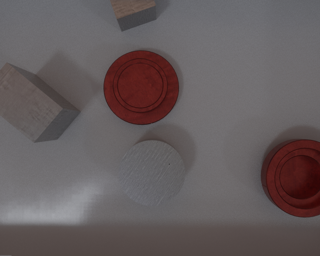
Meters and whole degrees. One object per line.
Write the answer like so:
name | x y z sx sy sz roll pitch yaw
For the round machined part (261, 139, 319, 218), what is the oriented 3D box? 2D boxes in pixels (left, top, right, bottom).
round machined part | 0.181 0.063 0.405 0.099 0.042 0.097 0 90 -1

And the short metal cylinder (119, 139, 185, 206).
short metal cylinder | -0.010 0.054 0.399 0.081 0.050 0.079 0 90 -1

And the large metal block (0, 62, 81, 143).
large metal block | -0.155 -0.028 0.382 0.080 0.080 0.050 40 90 -1

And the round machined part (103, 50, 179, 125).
round machined part | -0.024 -0.053 0.403 0.099 0.042 0.097 0 90 -1

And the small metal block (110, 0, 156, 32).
small metal block | -0.033 -0.152 0.398 0.050 0.050 0.025 -20 90 0
